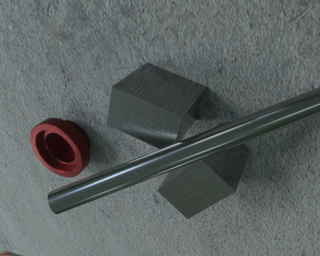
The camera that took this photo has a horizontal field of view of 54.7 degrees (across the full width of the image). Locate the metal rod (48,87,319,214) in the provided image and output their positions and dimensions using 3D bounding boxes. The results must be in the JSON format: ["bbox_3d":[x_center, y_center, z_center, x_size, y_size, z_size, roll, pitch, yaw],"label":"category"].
[{"bbox_3d":[0.029,0.023,0.313,0.301,0.025,0.025,-22,110,4],"label":"metal rod"}]

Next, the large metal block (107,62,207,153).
[{"bbox_3d":[-0.002,-0.026,0.355,0.080,0.080,0.050,25,127,13],"label":"large metal block"}]

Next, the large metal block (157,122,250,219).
[{"bbox_3d":[0.054,0.051,0.373,0.050,0.080,0.080,44,129,-3],"label":"large metal block"}]

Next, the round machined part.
[{"bbox_3d":[-0.151,0.027,0.489,0.098,0.042,0.097,13,124,20],"label":"round machined part"}]
